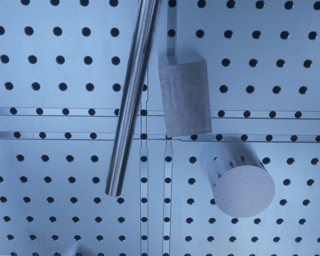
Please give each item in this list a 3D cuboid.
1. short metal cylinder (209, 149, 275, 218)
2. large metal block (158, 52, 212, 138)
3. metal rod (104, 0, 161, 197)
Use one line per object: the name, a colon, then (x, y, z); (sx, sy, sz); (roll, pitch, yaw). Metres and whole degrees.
short metal cylinder: (0.111, 0.076, 0.429); (0.081, 0.050, 0.079); (0, 110, 0)
large metal block: (0.028, -0.043, 0.368); (0.050, 0.080, 0.079); (-7, 110, 2)
metal rod: (-0.036, -0.045, 0.396); (0.025, 0.025, 0.298); (12, 110, -4)
